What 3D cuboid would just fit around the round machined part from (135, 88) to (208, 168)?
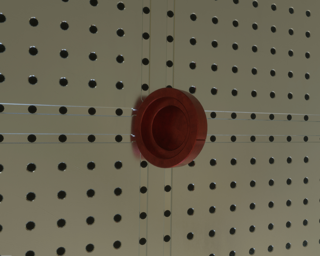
[{"bbox_3d":[0.018,0.001,0.390,0.042,0.098,0.097,4,88,-51],"label":"round machined part"}]
